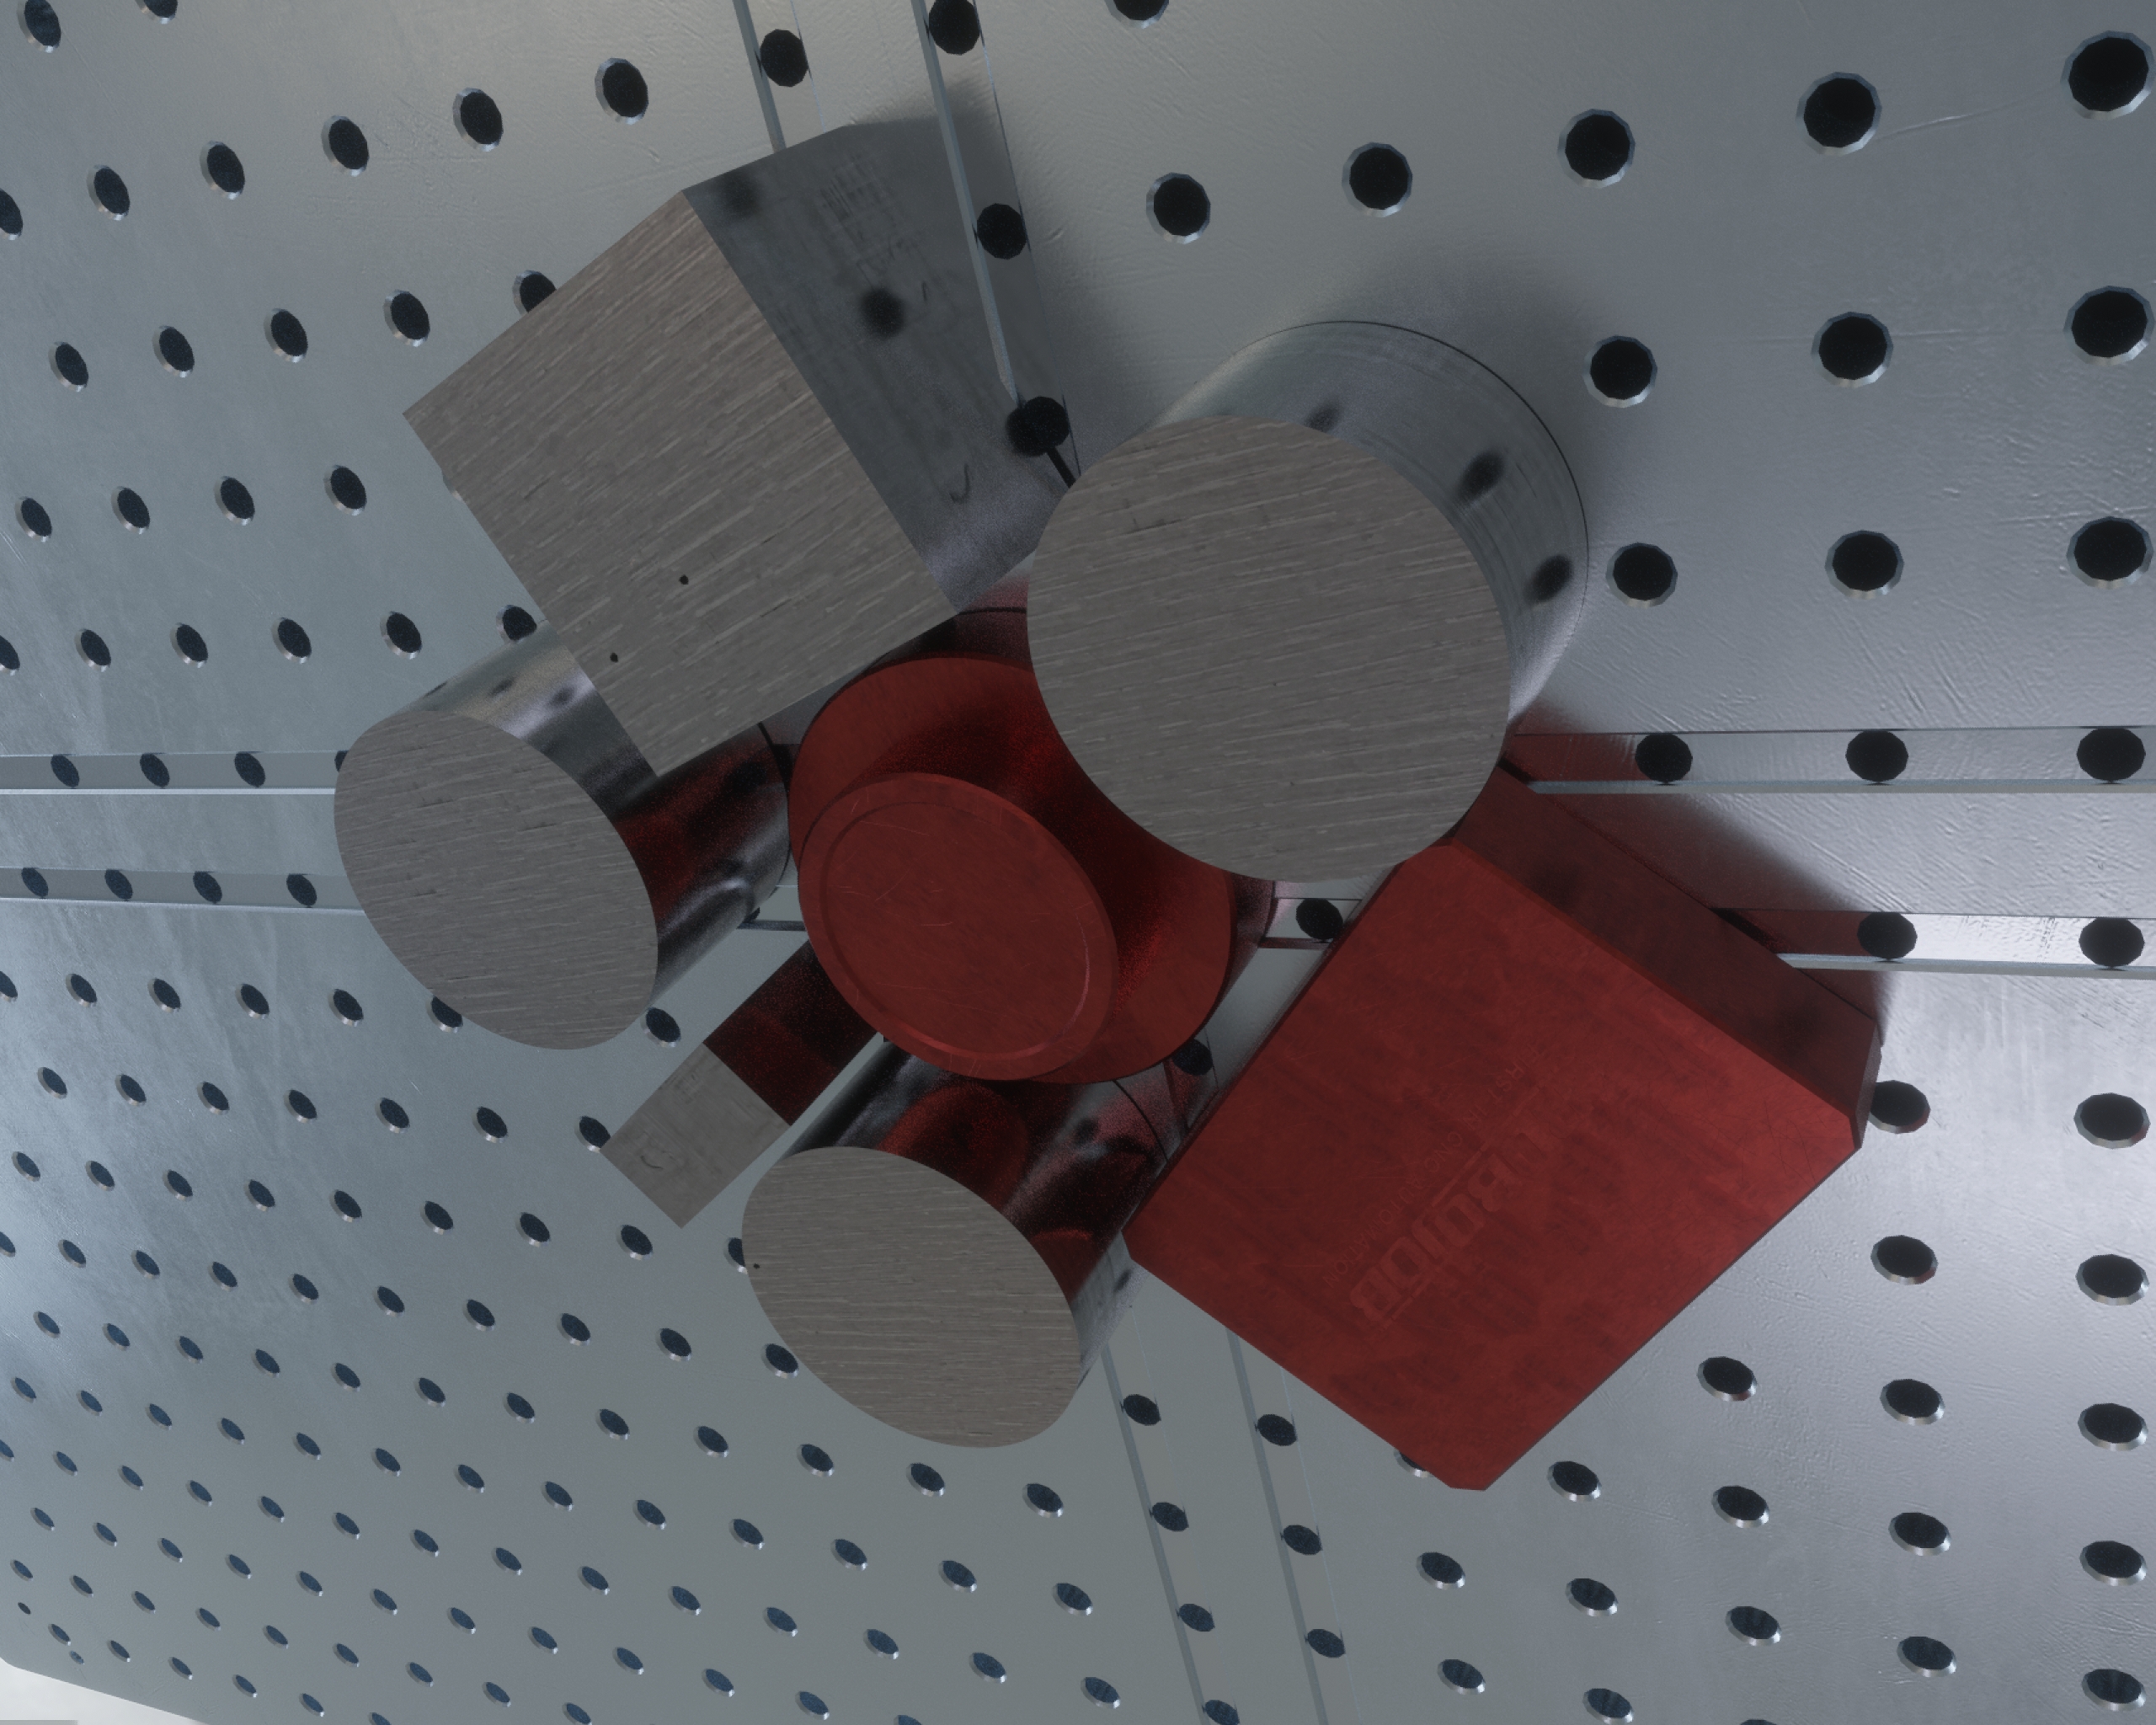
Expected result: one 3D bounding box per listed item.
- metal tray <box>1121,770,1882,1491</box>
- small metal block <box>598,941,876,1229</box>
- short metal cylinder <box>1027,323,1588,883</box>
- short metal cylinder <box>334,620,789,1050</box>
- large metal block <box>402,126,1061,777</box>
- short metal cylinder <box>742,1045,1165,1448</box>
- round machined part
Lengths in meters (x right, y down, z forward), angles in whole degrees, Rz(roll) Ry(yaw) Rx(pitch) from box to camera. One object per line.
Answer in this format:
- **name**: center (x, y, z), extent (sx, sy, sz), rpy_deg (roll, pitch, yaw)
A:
- **metal tray**: center (0.076, 0.055, 0.401), extent (0.090, 0.030, 0.129), rpy_deg (35, 129, 5)
- **small metal block**: center (-0.071, 0.047, 0.460), extent (0.025, 0.050, 0.050), rpy_deg (45, 129, -3)
- **short metal cylinder**: center (0.039, -0.043, 0.347), extent (0.080, 0.050, 0.079), rpy_deg (13, 124, 21)
- **short metal cylinder**: center (-0.110, -0.007, 0.448), extent (0.080, 0.050, 0.079), rpy_deg (13, 124, 21)
- **large metal block**: center (-0.061, -0.073, 0.382), extent (0.080, 0.050, 0.080), rpy_deg (-23, 106, 36)
- **short metal cylinder**: center (-0.026, 0.080, 0.458), extent (0.080, 0.050, 0.079), rpy_deg (13, 124, 21)
- **round machined part**: center (-0.015, 0.004, 0.410), extent (0.098, 0.042, 0.097), rpy_deg (13, 124, 21)
